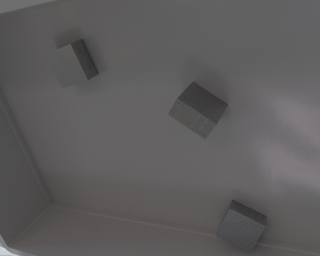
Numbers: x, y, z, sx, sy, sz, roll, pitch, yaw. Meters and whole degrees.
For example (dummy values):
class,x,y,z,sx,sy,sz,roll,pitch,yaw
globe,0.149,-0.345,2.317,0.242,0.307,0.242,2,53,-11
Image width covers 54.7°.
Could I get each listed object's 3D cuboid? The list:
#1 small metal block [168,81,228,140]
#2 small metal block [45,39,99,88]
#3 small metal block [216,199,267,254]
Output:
class,x,y,z,sx,sy,sz,roll,pitch,yaw
small metal block,0.045,-0.021,0.356,0.050,0.050,0.025,34,129,5
small metal block,-0.119,-0.086,0.418,0.050,0.025,0.050,-9,114,32
small metal block,0.112,0.135,0.426,0.050,0.025,0.050,25,113,13
